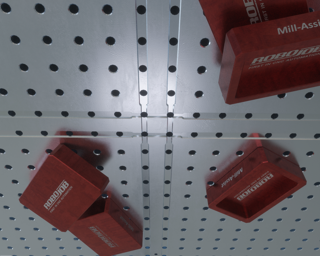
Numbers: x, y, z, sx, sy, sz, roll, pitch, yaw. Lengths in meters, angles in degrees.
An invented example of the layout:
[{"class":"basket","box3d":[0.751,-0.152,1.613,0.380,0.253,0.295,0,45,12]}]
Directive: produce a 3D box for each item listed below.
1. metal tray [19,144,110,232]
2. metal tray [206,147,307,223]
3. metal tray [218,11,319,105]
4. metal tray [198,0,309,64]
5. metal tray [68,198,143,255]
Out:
[{"class":"metal tray","box3d":[-0.148,0.095,0.470,0.090,0.030,0.129,38,122,-7]},{"class":"metal tray","box3d":[0.148,0.095,0.489,0.090,0.030,0.129,26,125,-21]},{"class":"metal tray","box3d":[0.130,-0.070,0.314,0.131,0.030,0.090,-12,154,-1]},{"class":"metal tray","box3d":[0.082,-0.135,0.294,0.090,0.030,0.130,-22,127,17]},{"class":"metal tray","box3d":[-0.100,0.185,0.565,0.090,0.030,0.130,-20,128,16]}]
